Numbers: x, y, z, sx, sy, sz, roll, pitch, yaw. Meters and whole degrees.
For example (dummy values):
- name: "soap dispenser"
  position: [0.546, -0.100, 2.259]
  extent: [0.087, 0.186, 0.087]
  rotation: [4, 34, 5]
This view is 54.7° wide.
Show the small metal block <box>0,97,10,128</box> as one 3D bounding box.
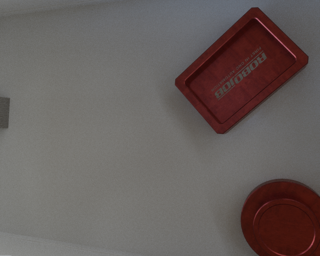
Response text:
- name: "small metal block"
  position: [-0.268, -0.025, 0.490]
  extent: [0.025, 0.050, 0.050]
  rotation: [5, 92, 20]

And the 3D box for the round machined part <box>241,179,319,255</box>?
- name: "round machined part"
  position: [0.142, 0.110, 0.351]
  extent: [0.098, 0.042, 0.097]
  rotation: [0, 90, 19]

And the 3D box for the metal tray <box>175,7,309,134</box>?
- name: "metal tray"
  position: [0.095, -0.066, 0.374]
  extent: [0.130, 0.030, 0.090]
  rotation: [-42, 77, 14]
